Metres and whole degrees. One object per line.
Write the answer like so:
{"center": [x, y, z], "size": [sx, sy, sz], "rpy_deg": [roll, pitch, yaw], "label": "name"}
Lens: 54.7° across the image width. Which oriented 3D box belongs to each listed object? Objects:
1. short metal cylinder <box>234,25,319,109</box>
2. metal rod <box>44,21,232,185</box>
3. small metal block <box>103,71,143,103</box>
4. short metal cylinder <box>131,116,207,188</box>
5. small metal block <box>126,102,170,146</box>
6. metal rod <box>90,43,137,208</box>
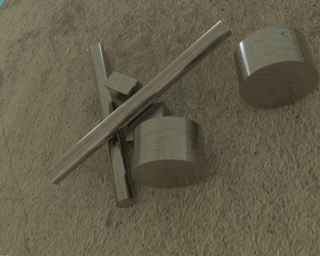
{"center": [0.126, -0.065, 0.342], "size": [0.080, 0.080, 0.050], "rpy_deg": [-14, 56, 20], "label": "short metal cylinder"}
{"center": [-0.027, -0.034, 0.407], "size": [0.300, 0.025, 0.025], "rpy_deg": [-41, 51, -2], "label": "metal rod"}
{"center": [-0.044, -0.051, 0.442], "size": [0.050, 0.050, 0.025], "rpy_deg": [26, 76, 37], "label": "small metal block"}
{"center": [0.010, 0.030, 0.345], "size": [0.080, 0.080, 0.050], "rpy_deg": [-13, 56, 21], "label": "short metal cylinder"}
{"center": [-0.015, -0.003, 0.414], "size": [0.050, 0.025, 0.050], "rpy_deg": [-11, 57, 22], "label": "small metal block"}
{"center": [-0.076, -0.025, 0.459], "size": [0.025, 0.025, 0.299], "rpy_deg": [-26, 52, 12], "label": "metal rod"}
